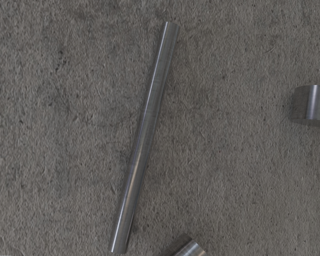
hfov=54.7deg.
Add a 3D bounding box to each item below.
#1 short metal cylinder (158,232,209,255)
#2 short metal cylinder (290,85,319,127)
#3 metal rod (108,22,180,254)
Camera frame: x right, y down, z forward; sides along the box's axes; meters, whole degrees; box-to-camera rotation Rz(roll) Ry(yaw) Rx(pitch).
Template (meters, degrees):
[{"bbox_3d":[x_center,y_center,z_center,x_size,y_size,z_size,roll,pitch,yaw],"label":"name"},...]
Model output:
[{"bbox_3d":[0.038,0.182,0.394,0.050,0.080,0.080,-39,103,-16],"label":"short metal cylinder"},{"bbox_3d":[0.244,-0.031,0.470,0.081,0.080,0.050,10,87,-20],"label":"short metal cylinder"},{"bbox_3d":[-0.019,0.009,0.401,0.025,0.025,0.299,15,85,-20],"label":"metal rod"}]
